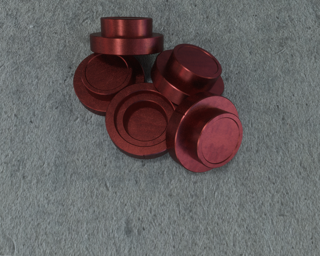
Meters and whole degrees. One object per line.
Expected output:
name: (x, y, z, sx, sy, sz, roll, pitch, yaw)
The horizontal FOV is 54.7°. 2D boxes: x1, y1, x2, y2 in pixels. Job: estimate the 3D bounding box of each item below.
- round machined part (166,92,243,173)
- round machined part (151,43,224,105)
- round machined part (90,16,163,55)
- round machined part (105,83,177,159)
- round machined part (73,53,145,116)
round machined part: (0.059, 0.009, 0.368, 0.098, 0.098, 0.042, -41, 35, -14)
round machined part: (0.041, -0.073, 0.404, 0.099, 0.042, 0.098, 15, 44, -15)
round machined part: (-0.044, -0.126, 0.415, 0.099, 0.098, 0.042, 1, 112, 0)
round machined part: (-0.019, -0.006, 0.402, 0.099, 0.042, 0.098, 0, 70, -1)
round machined part: (-0.070, -0.068, 0.425, 0.099, 0.042, 0.098, 0, 70, -1)
